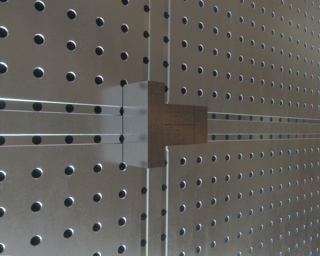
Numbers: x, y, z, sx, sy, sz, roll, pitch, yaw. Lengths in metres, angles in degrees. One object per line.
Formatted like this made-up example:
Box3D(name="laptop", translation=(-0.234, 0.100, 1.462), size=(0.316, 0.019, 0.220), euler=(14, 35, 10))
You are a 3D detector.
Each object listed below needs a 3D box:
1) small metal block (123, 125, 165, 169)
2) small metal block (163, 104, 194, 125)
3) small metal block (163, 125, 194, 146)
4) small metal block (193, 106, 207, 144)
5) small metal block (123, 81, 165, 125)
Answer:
Box3D(name="small metal block", translation=(-0.020, 0.021, 0.377), size=(0.025, 0.050, 0.050), euler=(0, 90, -40))
Box3D(name="small metal block", translation=(0.009, -0.017, 0.401), size=(0.050, 0.050, 0.025), euler=(0, 91, -40))
Box3D(name="small metal block", translation=(0.009, 0.009, 0.401), size=(0.050, 0.050, 0.025), euler=(0, 91, -40))
Box3D(name="small metal block", translation=(0.038, -0.004, 0.426), size=(0.025, 0.050, 0.050), euler=(0, 90, -40))
Box3D(name="small metal block", translation=(-0.020, -0.029, 0.377), size=(0.025, 0.050, 0.050), euler=(0, 90, -40))
